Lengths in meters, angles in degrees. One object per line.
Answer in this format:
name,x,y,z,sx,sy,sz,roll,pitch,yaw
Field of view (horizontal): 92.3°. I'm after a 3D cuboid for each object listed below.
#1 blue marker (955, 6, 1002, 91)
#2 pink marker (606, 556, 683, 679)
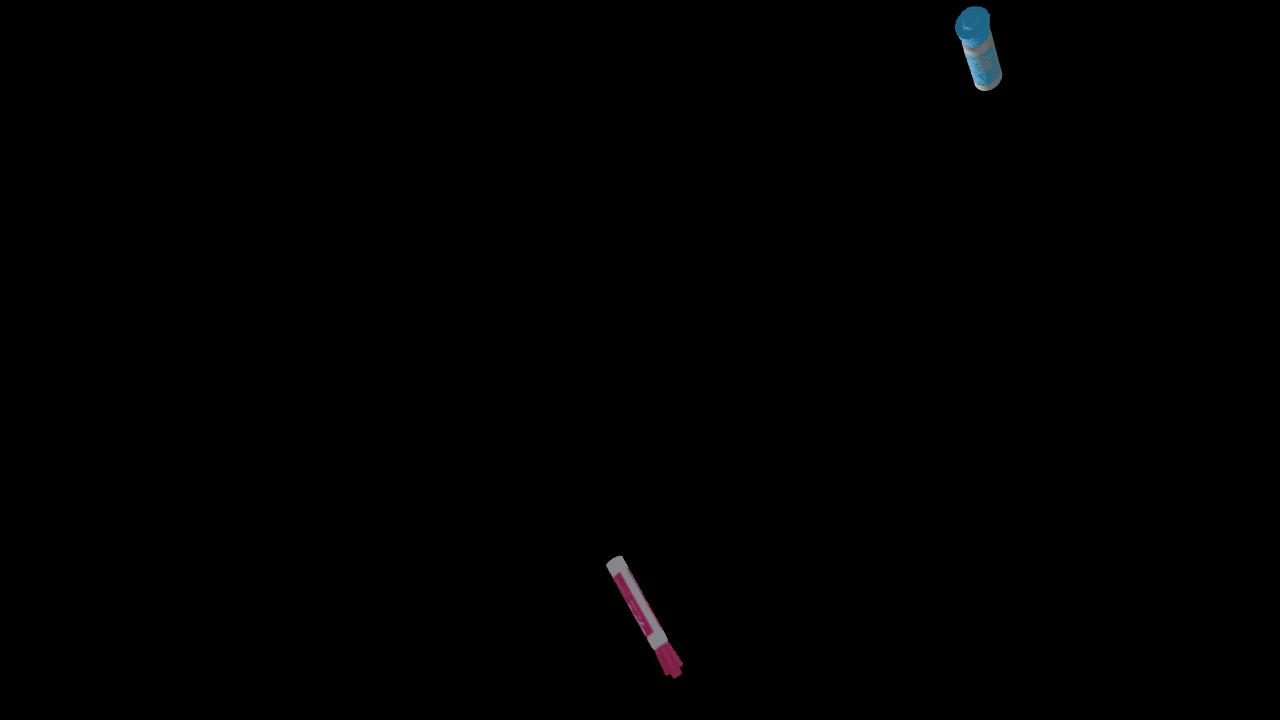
blue marker,0.231,-0.209,0.417,0.020,0.020,0.121,0,5,34
pink marker,0.004,0.244,0.588,0.020,0.121,0.020,-25,-32,-17
